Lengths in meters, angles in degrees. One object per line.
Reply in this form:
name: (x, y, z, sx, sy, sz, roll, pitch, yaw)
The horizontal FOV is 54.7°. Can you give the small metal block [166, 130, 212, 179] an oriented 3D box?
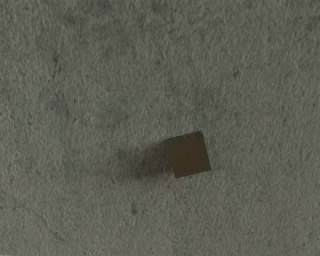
small metal block: (0.039, 0.036, 0.424, 0.050, 0.025, 0.050, -14, 110, 4)
